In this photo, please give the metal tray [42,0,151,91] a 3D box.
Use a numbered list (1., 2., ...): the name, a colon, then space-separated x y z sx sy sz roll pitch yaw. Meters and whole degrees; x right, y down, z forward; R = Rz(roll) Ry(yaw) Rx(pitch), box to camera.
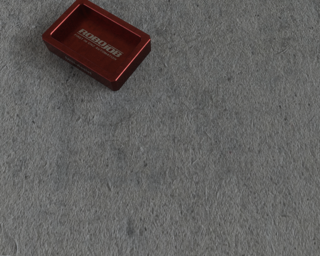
1. metal tray: -0.090 -0.123 0.449 0.130 0.030 0.090 33 73 11
